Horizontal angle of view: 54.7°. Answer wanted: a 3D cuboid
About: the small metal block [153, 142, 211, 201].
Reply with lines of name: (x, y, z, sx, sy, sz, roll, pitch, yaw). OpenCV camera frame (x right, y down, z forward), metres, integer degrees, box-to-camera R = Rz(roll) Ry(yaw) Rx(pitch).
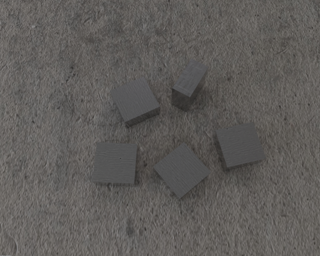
small metal block: (0.027, 0.055, 0.388, 0.050, 0.025, 0.050, -38, 74, -13)

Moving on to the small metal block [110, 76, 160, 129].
small metal block: (-0.034, -0.035, 0.420, 0.050, 0.025, 0.050, -25, 72, -9)

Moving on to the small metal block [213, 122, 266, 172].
small metal block: (0.101, 0.024, 0.400, 0.050, 0.025, 0.050, -13, 71, -5)

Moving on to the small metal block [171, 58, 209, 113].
small metal block: (0.039, -0.056, 0.415, 0.025, 0.050, 0.050, 29, 73, 10)

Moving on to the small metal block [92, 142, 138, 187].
small metal block: (-0.055, 0.046, 0.391, 0.050, 0.025, 0.050, 2, 70, 1)
